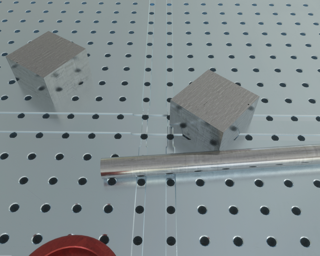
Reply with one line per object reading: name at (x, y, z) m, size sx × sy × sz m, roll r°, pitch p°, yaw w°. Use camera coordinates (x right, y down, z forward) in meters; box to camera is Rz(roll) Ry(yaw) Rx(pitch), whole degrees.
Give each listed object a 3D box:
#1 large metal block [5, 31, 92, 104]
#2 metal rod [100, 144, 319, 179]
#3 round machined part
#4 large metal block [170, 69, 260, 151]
large metal block at (-0.165, -0.094, 0.469) m, size 0.080 × 0.050 × 0.080 m, roll 29°, pitch 56°, yaw 22°
metal rod at (0.082, 0.039, 0.375) m, size 0.302 × 0.025 × 0.025 m, roll -3°, pitch 50°, yaw -3°
round machined part at (-0.078, 0.149, 0.270) m, size 0.099 × 0.042 × 0.098 m, roll 0°, pitch 50°, yaw 0°
large metal block at (0.070, -0.022, 0.410) m, size 0.080 × 0.050 × 0.080 m, roll 35°, pitch 58°, yaw 25°
